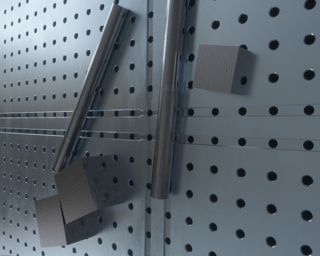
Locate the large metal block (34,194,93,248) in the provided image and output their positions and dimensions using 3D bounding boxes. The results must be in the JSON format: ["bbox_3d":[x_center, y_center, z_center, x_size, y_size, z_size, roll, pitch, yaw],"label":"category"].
[{"bbox_3d":[-0.166,0.155,0.531,0.080,0.050,0.080,-21,77,38],"label":"large metal block"}]

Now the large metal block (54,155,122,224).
[{"bbox_3d":[-0.115,0.097,0.489,0.080,0.050,0.080,-32,70,35],"label":"large metal block"}]

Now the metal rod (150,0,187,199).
[{"bbox_3d":[0.013,-0.058,0.398,0.025,0.025,0.298,8,95,39],"label":"metal rod"}]

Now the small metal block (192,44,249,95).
[{"bbox_3d":[0.068,-0.067,0.353,0.050,0.025,0.050,16,100,39],"label":"small metal block"}]

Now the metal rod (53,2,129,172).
[{"bbox_3d":[-0.119,-0.054,0.507,0.025,0.025,0.298,39,114,33],"label":"metal rod"}]
